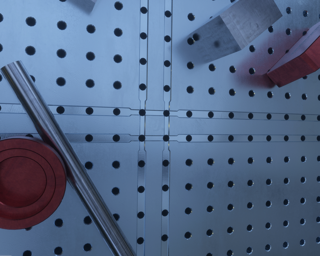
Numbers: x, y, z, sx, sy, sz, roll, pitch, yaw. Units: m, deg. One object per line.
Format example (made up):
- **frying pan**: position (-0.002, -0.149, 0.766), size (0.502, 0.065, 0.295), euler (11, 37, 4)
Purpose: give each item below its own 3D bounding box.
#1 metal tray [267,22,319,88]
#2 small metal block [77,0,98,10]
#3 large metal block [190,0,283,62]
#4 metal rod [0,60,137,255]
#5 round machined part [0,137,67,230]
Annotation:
- **metal tray**: position (0.231, -0.123, 0.462), size (0.130, 0.090, 0.030), euler (-44, 93, -15)
- **small metal block**: position (-0.091, -0.183, 0.379), size (0.050, 0.025, 0.050), euler (30, 80, -18)
- **large metal block**: position (0.101, -0.140, 0.422), size (0.080, 0.080, 0.050), euler (-40, 103, -16)
- **metal rod**: position (-0.100, 0.059, 0.376), size (0.025, 0.025, 0.299), euler (-31, 101, -18)
- **round machined part**: position (-0.154, 0.057, 0.343), size (0.099, 0.042, 0.097), euler (-1, 94, -15)
